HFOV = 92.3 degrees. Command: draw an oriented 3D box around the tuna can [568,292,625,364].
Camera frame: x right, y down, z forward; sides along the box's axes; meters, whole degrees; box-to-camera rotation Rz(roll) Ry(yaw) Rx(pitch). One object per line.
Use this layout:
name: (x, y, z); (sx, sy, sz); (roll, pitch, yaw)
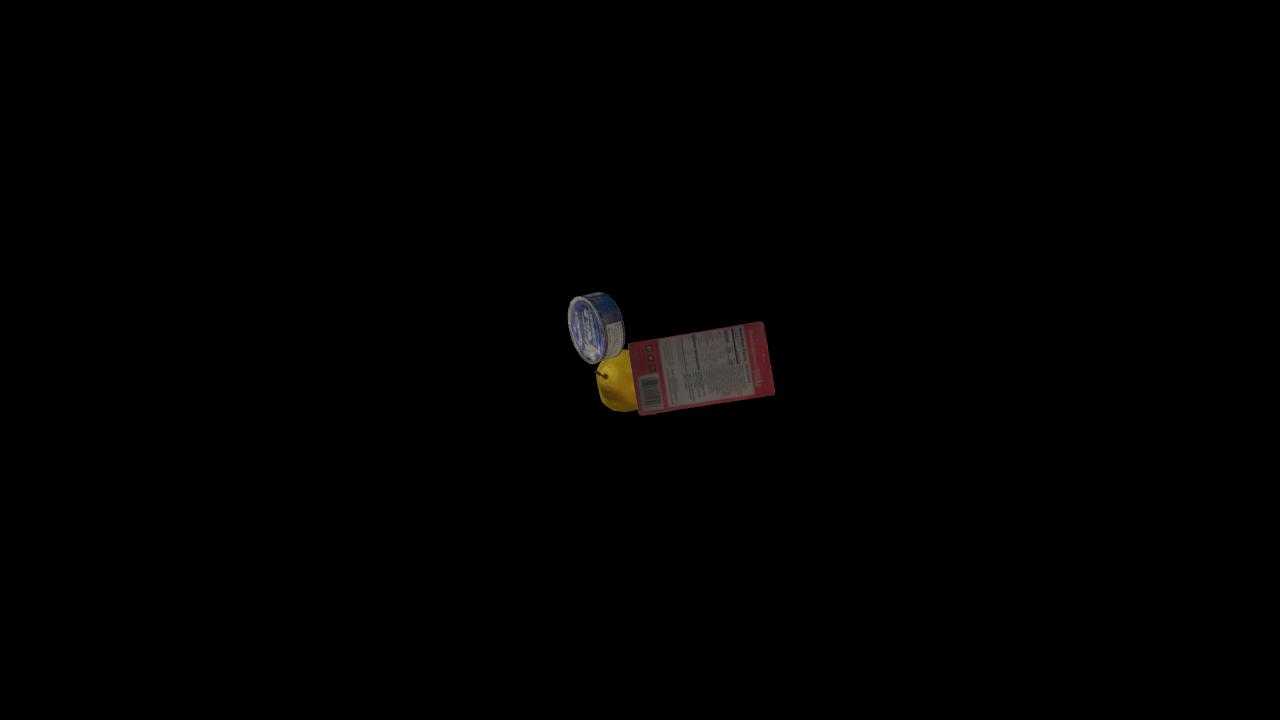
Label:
tuna can: (-0.053, -0.039, 0.746); (0.034, 0.084, 0.084); (-18, 9, -32)

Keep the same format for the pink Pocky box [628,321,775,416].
pink Pocky box: (0.069, 0.010, 0.695); (0.155, 0.084, 0.029); (-10, -3, 7)

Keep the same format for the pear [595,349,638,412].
pear: (-0.025, 0.027, 0.762); (0.080, 0.080, 0.111); (0, 3, 14)
